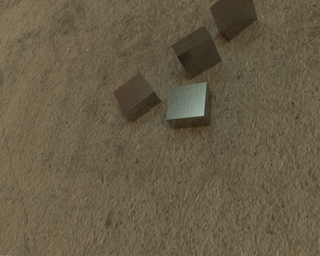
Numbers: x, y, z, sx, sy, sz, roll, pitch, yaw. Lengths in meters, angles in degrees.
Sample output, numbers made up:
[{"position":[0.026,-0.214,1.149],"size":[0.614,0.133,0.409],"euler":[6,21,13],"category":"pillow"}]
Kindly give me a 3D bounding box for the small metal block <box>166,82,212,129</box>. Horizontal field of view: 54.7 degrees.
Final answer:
[{"position":[0.039,-0.028,0.401],"size":[0.050,0.025,0.050],"euler":[-5,59,25],"category":"small metal block"}]

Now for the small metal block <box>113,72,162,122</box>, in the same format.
[{"position":[-0.034,-0.045,0.449],"size":[0.050,0.025,0.050],"euler":[-37,51,3],"category":"small metal block"}]

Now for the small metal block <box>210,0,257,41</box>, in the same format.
[{"position":[0.103,-0.159,0.431],"size":[0.050,0.050,0.025],"euler":[-39,51,2],"category":"small metal block"}]

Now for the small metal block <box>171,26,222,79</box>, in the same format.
[{"position":[0.051,-0.102,0.424],"size":[0.050,0.050,0.025],"euler":[-30,52,9],"category":"small metal block"}]
